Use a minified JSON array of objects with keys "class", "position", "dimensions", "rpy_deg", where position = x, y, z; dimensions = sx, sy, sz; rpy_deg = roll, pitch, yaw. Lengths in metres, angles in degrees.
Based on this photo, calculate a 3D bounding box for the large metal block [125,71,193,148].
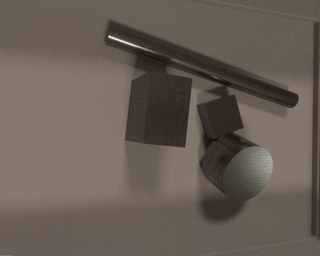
[{"class":"large metal block","position":[-0.005,-0.020,0.381],"dimensions":[0.050,0.080,0.080],"rpy_deg":[7,88,-20]}]

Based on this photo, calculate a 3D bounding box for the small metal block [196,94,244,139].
[{"class":"small metal block","position":[0.086,-0.017,0.444],"dimensions":[0.050,0.025,0.050],"rpy_deg":[-18,96,-20]}]

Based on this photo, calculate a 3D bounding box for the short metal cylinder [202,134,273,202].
[{"class":"short metal cylinder","position":[0.106,0.053,0.426],"dimensions":[0.081,0.050,0.079],"rpy_deg":[-9,111,-22]}]

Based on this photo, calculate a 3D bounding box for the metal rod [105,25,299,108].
[{"class":"metal rod","position":[0.072,-0.080,0.438],"dimensions":[0.302,0.025,0.025],"rpy_deg":[15,85,-20]}]
